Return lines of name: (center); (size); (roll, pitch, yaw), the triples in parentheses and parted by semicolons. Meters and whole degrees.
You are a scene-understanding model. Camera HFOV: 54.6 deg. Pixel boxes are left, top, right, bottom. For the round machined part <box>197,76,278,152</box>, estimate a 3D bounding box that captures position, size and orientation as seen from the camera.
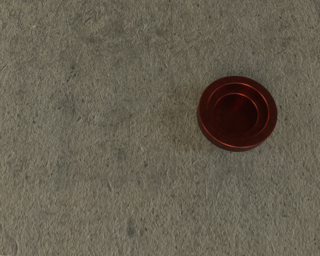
round machined part: (0.097, -0.015, 0.405); (0.099, 0.042, 0.098); (0, 70, 0)
